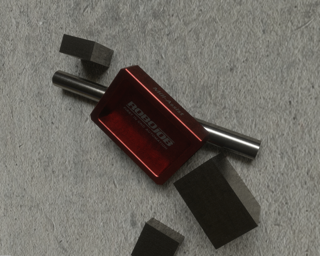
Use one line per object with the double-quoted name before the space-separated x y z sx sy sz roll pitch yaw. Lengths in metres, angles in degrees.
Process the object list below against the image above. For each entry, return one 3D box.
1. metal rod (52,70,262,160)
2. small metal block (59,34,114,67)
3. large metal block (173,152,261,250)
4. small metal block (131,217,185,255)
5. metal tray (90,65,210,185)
"metal rod" -0.017 -0.024 0.414 0.301 0.025 0.025 21 97 18
"small metal block" -0.101 -0.107 0.430 0.050 0.050 0.025 18 96 18
"large metal block" 0.069 0.078 0.355 0.050 0.080 0.080 -37 79 16
"small metal block" -0.003 0.156 0.409 0.050 0.025 0.050 26 98 17
"metal tray" -0.015 -0.003 0.387 0.130 0.030 0.090 44 121 5
